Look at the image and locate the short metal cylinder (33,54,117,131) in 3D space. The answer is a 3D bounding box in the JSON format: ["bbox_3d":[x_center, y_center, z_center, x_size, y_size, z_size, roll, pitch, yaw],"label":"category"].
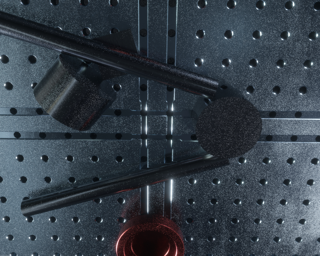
[{"bbox_3d":[-0.099,-0.042,0.368,0.080,0.080,0.050,39,105,-13],"label":"short metal cylinder"}]

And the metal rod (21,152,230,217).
[{"bbox_3d":[-0.052,0.079,0.441,0.301,0.025,0.025,-15,110,5],"label":"metal rod"}]

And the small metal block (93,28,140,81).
[{"bbox_3d":[-0.052,-0.091,0.379,0.050,0.025,0.050,-14,110,5],"label":"small metal block"}]

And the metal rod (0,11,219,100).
[{"bbox_3d":[-0.079,-0.088,0.353,0.302,0.025,0.025,16,109,-6],"label":"metal rod"}]

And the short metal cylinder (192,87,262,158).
[{"bbox_3d":[0.083,-0.008,0.398,0.081,0.050,0.079,0,110,0],"label":"short metal cylinder"}]

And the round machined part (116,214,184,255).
[{"bbox_3d":[-0.014,0.170,0.467,0.099,0.042,0.097,0,110,0],"label":"round machined part"}]
